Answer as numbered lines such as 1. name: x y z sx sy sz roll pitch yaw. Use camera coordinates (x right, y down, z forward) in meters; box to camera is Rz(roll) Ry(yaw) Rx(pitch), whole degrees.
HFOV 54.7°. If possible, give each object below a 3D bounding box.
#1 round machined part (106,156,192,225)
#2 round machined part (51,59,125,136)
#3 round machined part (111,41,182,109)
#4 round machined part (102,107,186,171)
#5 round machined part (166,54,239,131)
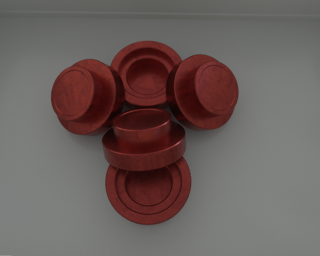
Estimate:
1. round machined part: -0.013 0.067 0.374 0.099 0.042 0.098 0 70 0
2. round machined part: -0.097 -0.040 0.390 0.098 0.042 0.097 -4 82 27
3. round machined part: -0.017 -0.066 0.422 0.099 0.042 0.098 0 70 0
4. round machined part: -0.019 0.007 0.366 0.099 0.098 0.042 -6 115 -2
5. round machined part: 0.060 -0.047 0.392 0.099 0.042 0.097 5 81 -30
